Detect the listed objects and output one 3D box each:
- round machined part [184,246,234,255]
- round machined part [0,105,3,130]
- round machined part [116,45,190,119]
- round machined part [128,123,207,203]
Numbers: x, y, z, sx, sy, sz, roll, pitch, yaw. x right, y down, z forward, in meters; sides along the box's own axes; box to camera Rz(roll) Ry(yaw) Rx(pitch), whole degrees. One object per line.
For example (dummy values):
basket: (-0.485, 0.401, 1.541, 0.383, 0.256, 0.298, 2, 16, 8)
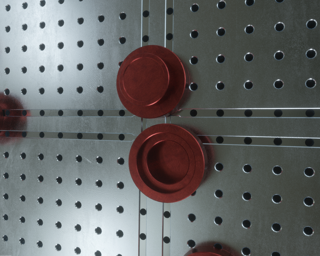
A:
round machined part: (0.060, 0.202, 0.382, 0.098, 0.042, 0.097, 0, 90, 19)
round machined part: (-0.299, -0.017, 0.507, 0.098, 0.042, 0.097, 0, 90, 19)
round machined part: (-0.014, -0.061, 0.408, 0.098, 0.042, 0.097, 0, 90, 19)
round machined part: (0.013, 0.043, 0.398, 0.098, 0.042, 0.097, 0, 90, 19)
